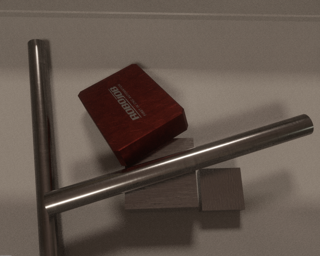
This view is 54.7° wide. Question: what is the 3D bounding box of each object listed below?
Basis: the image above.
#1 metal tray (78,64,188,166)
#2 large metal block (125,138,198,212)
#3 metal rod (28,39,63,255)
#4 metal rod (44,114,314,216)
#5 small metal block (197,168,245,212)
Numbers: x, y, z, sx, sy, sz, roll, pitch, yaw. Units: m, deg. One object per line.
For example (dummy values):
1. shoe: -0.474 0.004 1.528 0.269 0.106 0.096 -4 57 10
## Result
1. metal tray: -0.038 -0.023 0.386 0.090 0.030 0.130 -31 47 -11
2. large metal block: 0.000 0.058 0.375 0.081 0.050 0.080 -2 70 -1
3. metal rod: -0.151 0.016 0.401 0.025 0.025 0.299 -10 70 -4
4. metal rod: 0.027 0.038 0.343 0.302 0.025 0.025 -16 71 -7
5. small metal block: 0.074 0.077 0.383 0.050 0.025 0.050 -1 70 -1
